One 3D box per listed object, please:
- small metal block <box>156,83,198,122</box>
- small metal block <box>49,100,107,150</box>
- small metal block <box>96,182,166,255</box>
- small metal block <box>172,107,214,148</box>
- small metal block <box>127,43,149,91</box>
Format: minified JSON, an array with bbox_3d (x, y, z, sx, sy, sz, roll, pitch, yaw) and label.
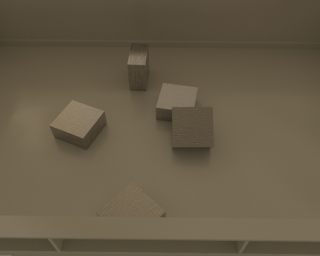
[{"bbox_3d":[0.024,-0.034,0.434,0.050,0.025,0.050,9,50,7],"label":"small metal block"},{"bbox_3d":[-0.106,-0.005,0.408,0.050,0.025,0.050,19,53,15],"label":"small metal block"},{"bbox_3d":[-0.030,0.094,0.326,0.050,0.025,0.050,37,59,26],"label":"small metal block"},{"bbox_3d":[0.040,0.000,0.390,0.050,0.025,0.050,0,82,0],"label":"small metal block"},{"bbox_3d":[-0.031,-0.091,0.465,0.025,0.050,0.050,3,50,2],"label":"small metal block"}]
